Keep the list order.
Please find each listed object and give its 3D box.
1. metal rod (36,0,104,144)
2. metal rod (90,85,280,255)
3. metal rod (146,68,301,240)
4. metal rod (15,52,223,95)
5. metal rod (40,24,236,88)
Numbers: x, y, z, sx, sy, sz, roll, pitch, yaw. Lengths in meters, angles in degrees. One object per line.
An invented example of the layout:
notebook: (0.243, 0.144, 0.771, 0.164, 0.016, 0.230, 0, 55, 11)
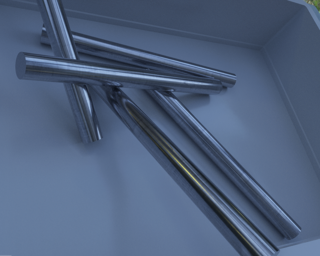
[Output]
metal rod: (-0.116, -0.128, 0.332, 0.025, 0.025, 0.298, -23, 103, -37)
metal rod: (-0.005, 0.013, 0.318, 0.025, 0.025, 0.300, -15, 45, -35)
metal rod: (0.078, 0.033, 0.429, 0.300, 0.025, 0.025, 47, 51, 4)
metal rod: (-0.019, -0.061, 0.386, 0.302, 0.025, 0.025, -2, 62, -45)
metal rod: (-0.016, -0.101, 0.459, 0.302, 0.025, 0.025, 9, 58, -24)
